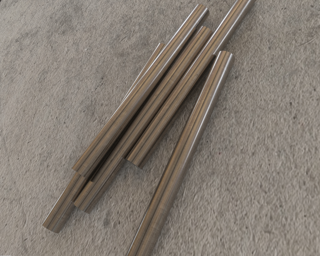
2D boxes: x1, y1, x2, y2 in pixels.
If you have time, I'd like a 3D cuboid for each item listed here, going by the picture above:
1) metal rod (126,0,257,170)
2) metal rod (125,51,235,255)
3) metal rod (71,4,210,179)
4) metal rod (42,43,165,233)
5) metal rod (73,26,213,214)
[{"bbox_3d":[0.050,-0.075,0.422,0.025,0.025,0.300,25,75,36],"label":"metal rod"},{"bbox_3d":[0.027,0.033,0.368,0.025,0.025,0.300,14,68,33],"label":"metal rod"},{"bbox_3d":[-0.018,-0.061,0.430,0.025,0.025,0.300,23,70,36],"label":"metal rod"},{"bbox_3d":[-0.066,0.004,0.434,0.025,0.025,0.300,20,72,35],"label":"metal rod"},{"bbox_3d":[-0.015,-0.019,0.422,0.025,0.025,0.300,26,75,36],"label":"metal rod"}]
